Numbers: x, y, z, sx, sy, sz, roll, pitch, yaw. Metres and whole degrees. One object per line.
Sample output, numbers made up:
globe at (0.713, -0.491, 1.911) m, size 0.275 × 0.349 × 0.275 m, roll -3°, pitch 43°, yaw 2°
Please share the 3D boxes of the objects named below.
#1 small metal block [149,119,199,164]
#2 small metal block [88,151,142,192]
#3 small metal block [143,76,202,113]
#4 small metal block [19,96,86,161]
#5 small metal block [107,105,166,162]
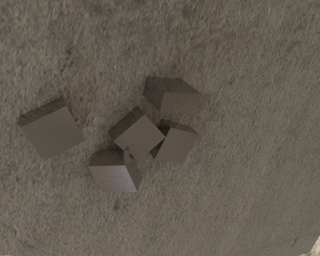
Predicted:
small metal block at (0.018, 0.020, 0.431) m, size 0.050 × 0.025 × 0.050 m, roll 14°, pitch 111°, yaw -35°
small metal block at (-0.056, 0.056, 0.396) m, size 0.050 × 0.025 × 0.050 m, roll -4°, pitch 130°, yaw 18°
small metal block at (0.014, -0.041, 0.375) m, size 0.050 × 0.050 × 0.025 m, roll -1°, pitch 119°, yaw -29°
small metal block at (-0.118, 0.001, 0.343) m, size 0.050 × 0.025 × 0.050 m, roll -28°, pitch 128°, yaw -11°
small metal block at (-0.029, 0.008, 0.397) m, size 0.050 × 0.025 × 0.050 m, roll -42°, pitch 130°, yaw 0°
